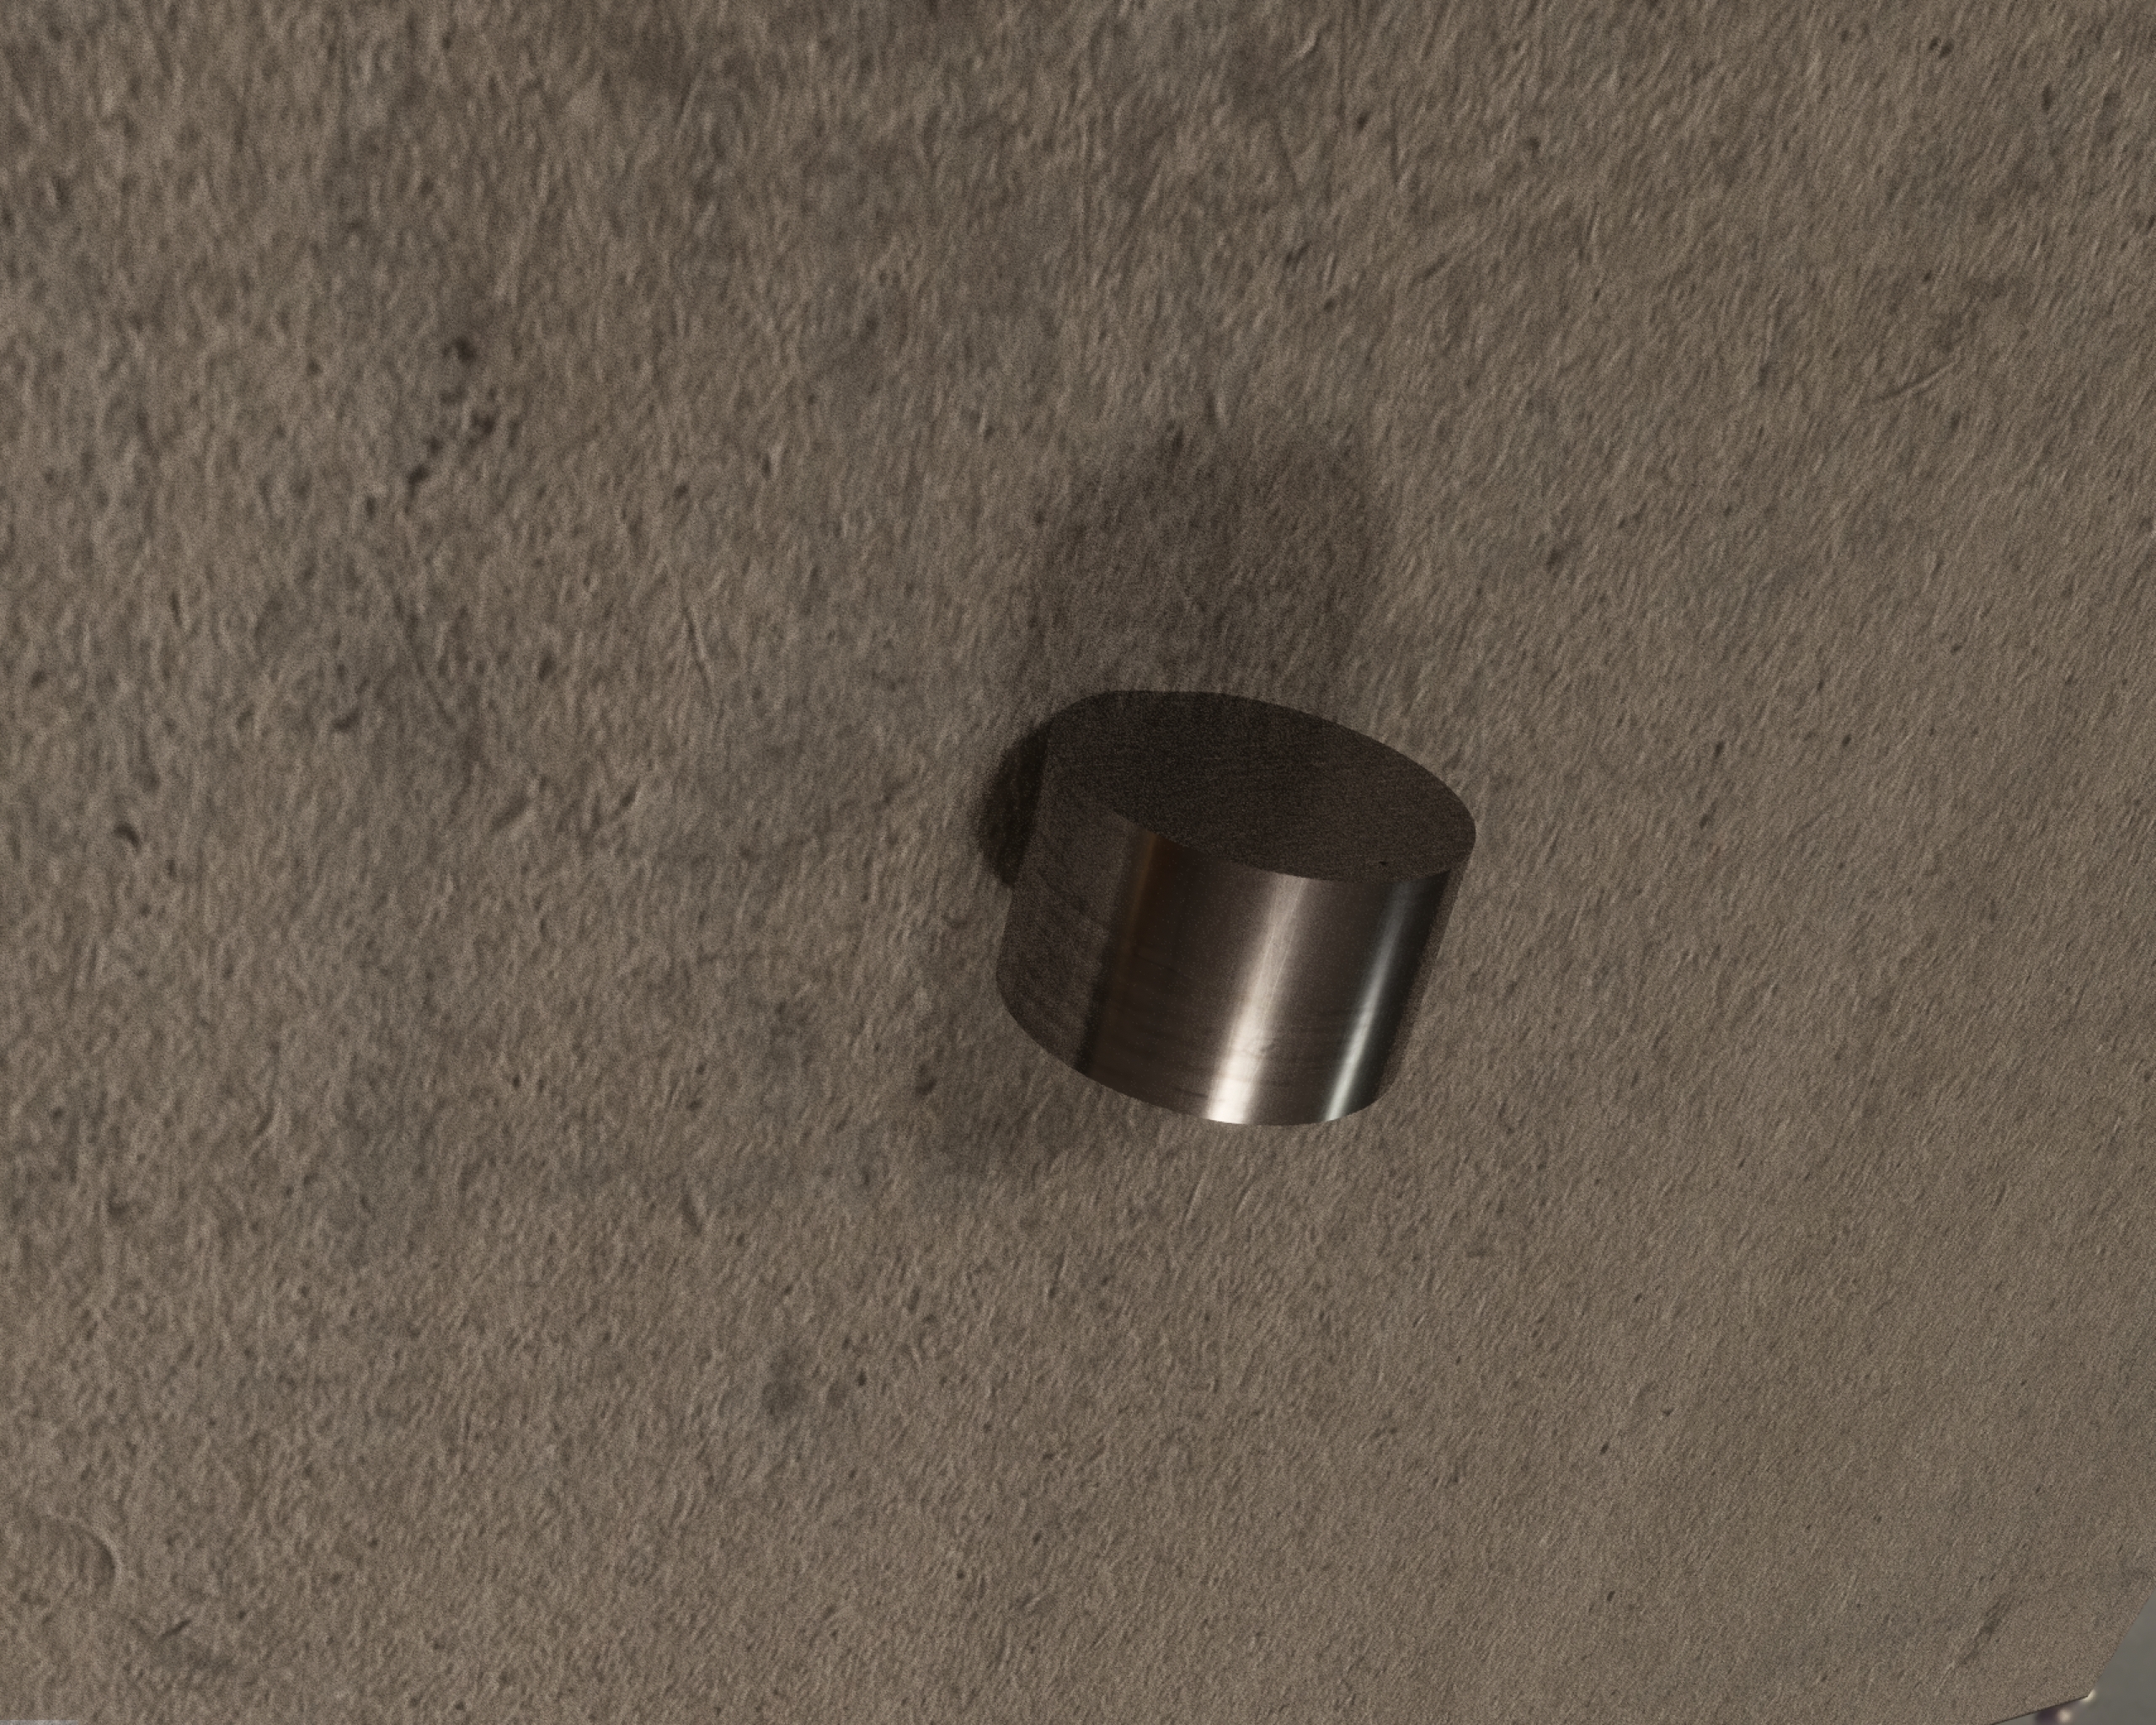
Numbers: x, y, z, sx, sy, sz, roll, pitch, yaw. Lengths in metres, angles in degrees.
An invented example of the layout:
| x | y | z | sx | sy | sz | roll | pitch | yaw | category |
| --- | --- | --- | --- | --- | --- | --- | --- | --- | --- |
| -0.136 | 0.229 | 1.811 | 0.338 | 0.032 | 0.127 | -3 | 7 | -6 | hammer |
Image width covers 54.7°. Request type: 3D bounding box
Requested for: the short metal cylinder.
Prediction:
| x | y | z | sx | sy | sz | roll | pitch | yaw | category |
| --- | --- | --- | --- | --- | --- | --- | --- | --- | --- |
| 0.029 | 0.006 | 0.394 | 0.081 | 0.080 | 0.050 | -1 | 119 | -28 | short metal cylinder |
